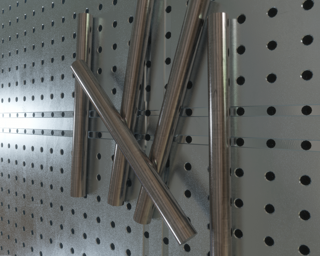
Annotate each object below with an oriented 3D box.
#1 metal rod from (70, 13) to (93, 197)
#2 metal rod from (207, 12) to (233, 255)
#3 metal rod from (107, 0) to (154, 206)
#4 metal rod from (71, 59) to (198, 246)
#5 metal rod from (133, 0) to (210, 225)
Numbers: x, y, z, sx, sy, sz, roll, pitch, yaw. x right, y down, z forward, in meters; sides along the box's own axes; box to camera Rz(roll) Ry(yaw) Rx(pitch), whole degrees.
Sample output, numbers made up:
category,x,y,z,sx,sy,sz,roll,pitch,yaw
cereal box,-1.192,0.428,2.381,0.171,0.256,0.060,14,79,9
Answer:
category,x,y,z,sx,sy,sz,roll,pitch,yaw
metal rod,-0.130,-0.036,0.513,0.025,0.025,0.298,5,93,39
metal rod,0.068,0.022,0.351,0.025,0.025,0.298,-1,89,39
metal rod,-0.043,-0.035,0.442,0.025,0.025,0.298,15,99,38
metal rod,-0.047,0.015,0.411,0.025,0.025,0.299,-50,61,28
metal rod,0.012,-0.015,0.397,0.025,0.025,0.298,23,105,37
